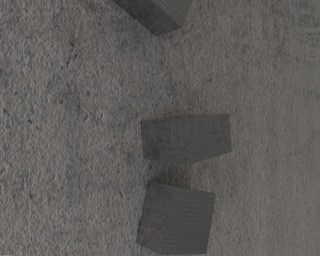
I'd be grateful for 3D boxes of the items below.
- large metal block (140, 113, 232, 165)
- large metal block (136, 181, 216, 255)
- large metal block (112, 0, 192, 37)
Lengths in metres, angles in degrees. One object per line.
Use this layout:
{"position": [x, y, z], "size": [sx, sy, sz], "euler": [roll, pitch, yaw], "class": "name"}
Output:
{"position": [0.033, 0.011, 0.396], "size": [0.081, 0.080, 0.050], "euler": [-9, 96, -40], "class": "large metal block"}
{"position": [0.023, 0.117, 0.407], "size": [0.080, 0.050, 0.080], "euler": [18, 79, -39], "class": "large metal block"}
{"position": [-0.004, -0.175, 0.384], "size": [0.080, 0.050, 0.080], "euler": [31, 71, -36], "class": "large metal block"}
